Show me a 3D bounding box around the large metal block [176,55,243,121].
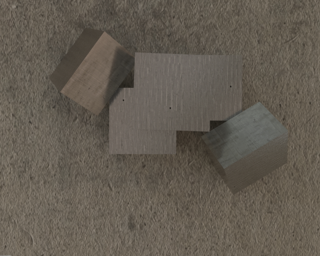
[{"bbox_3d":[0.060,-0.049,0.400,0.081,0.050,0.079,0,90,-1],"label":"large metal block"}]

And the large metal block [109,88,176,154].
[{"bbox_3d":[-0.021,-0.009,0.396,0.081,0.050,0.079,0,90,-1],"label":"large metal block"}]

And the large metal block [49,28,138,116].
[{"bbox_3d":[-0.083,-0.071,0.376,0.050,0.080,0.080,36,90,-33],"label":"large metal block"}]

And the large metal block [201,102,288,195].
[{"bbox_3d":[0.105,0.027,0.378,0.080,0.080,0.050,-31,52,0],"label":"large metal block"}]

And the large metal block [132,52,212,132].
[{"bbox_3d":[0.013,-0.038,0.347,0.081,0.050,0.079,2,90,-1],"label":"large metal block"}]
